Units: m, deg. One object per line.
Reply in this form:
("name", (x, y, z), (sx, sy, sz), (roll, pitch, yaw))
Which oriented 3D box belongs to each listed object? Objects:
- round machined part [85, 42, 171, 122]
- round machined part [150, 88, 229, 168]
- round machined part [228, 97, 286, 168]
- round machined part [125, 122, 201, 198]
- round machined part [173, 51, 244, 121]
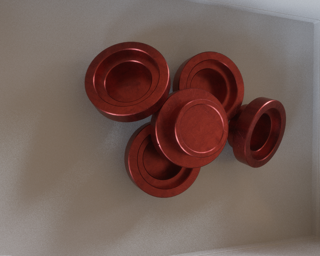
("round machined part", (-0.036, -0.051, 0.373), (0.099, 0.042, 0.098), (-2, 68, 6))
("round machined part", (0.041, 0.000, 0.373), (0.099, 0.042, 0.097), (0, 91, -21))
("round machined part", (0.133, 0.003, 0.439), (0.099, 0.042, 0.097), (-17, 117, -37))
("round machined part", (0.002, 0.038, 0.403), (0.099, 0.042, 0.097), (0, 90, -21))
("round machined part", (0.062, -0.052, 0.426), (0.099, 0.042, 0.097), (0, 90, -21))
